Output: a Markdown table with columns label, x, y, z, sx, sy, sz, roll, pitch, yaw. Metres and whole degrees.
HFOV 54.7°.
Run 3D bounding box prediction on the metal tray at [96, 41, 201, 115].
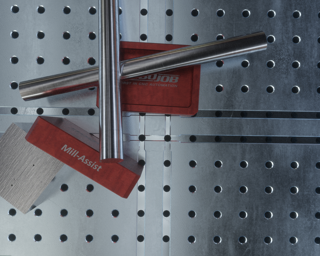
| label | x | y | z | sx | sy | sz | roll | pitch | yaw |
| --- | --- | --- | --- | --- | --- | --- | --- | --- | --- |
| metal tray | -0.014 | -0.065 | 0.410 | 0.131 | 0.030 | 0.089 | 3 | 90 | -1 |

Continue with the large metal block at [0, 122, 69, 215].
| label | x | y | z | sx | sy | sz | roll | pitch | yaw |
| --- | --- | --- | --- | --- | --- | --- | --- | --- | --- |
| large metal block | -0.171 | 0.049 | 0.399 | 0.080 | 0.050 | 0.080 | 38 | 90 | -1 |

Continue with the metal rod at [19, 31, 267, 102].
| label | x | y | z | sx | sy | sz | roll | pitch | yaw |
| --- | --- | --- | --- | --- | --- | --- | --- | --- | --- |
| metal rod | -0.020 | -0.076 | 0.382 | 0.302 | 0.025 | 0.025 | -12 | 90 | -1 |

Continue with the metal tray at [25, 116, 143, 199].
| label | x | y | z | sx | sy | sz | roll | pitch | yaw |
| --- | --- | --- | --- | --- | --- | --- | --- | --- | --- |
| metal tray | -0.085 | 0.032 | 0.379 | 0.130 | 0.090 | 0.030 | 31 | 90 | -1 |

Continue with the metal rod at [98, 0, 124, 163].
| label | x | y | z | sx | sy | sz | roll | pitch | yaw |
| --- | --- | --- | --- | --- | --- | --- | --- | --- | --- |
| metal rod | -0.060 | -0.108 | 0.367 | 0.025 | 0.025 | 0.299 | -4 | 72 | -1 |
